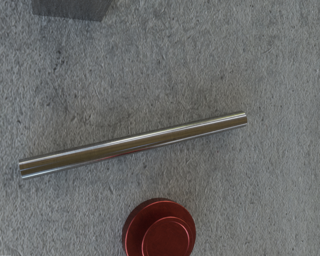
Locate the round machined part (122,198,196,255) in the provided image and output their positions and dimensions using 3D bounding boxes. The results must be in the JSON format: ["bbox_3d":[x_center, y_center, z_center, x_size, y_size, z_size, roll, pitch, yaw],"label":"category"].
[{"bbox_3d":[0.003,0.144,0.403,0.099,0.042,0.097,0,90,-21],"label":"round machined part"}]

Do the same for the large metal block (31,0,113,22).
[{"bbox_3d":[-0.099,-0.159,0.343,0.081,0.080,0.050,-1,91,-20],"label":"large metal block"}]

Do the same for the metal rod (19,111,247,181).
[{"bbox_3d":[-0.018,0.017,0.403,0.302,0.025,0.025,-12,95,-20],"label":"metal rod"}]
